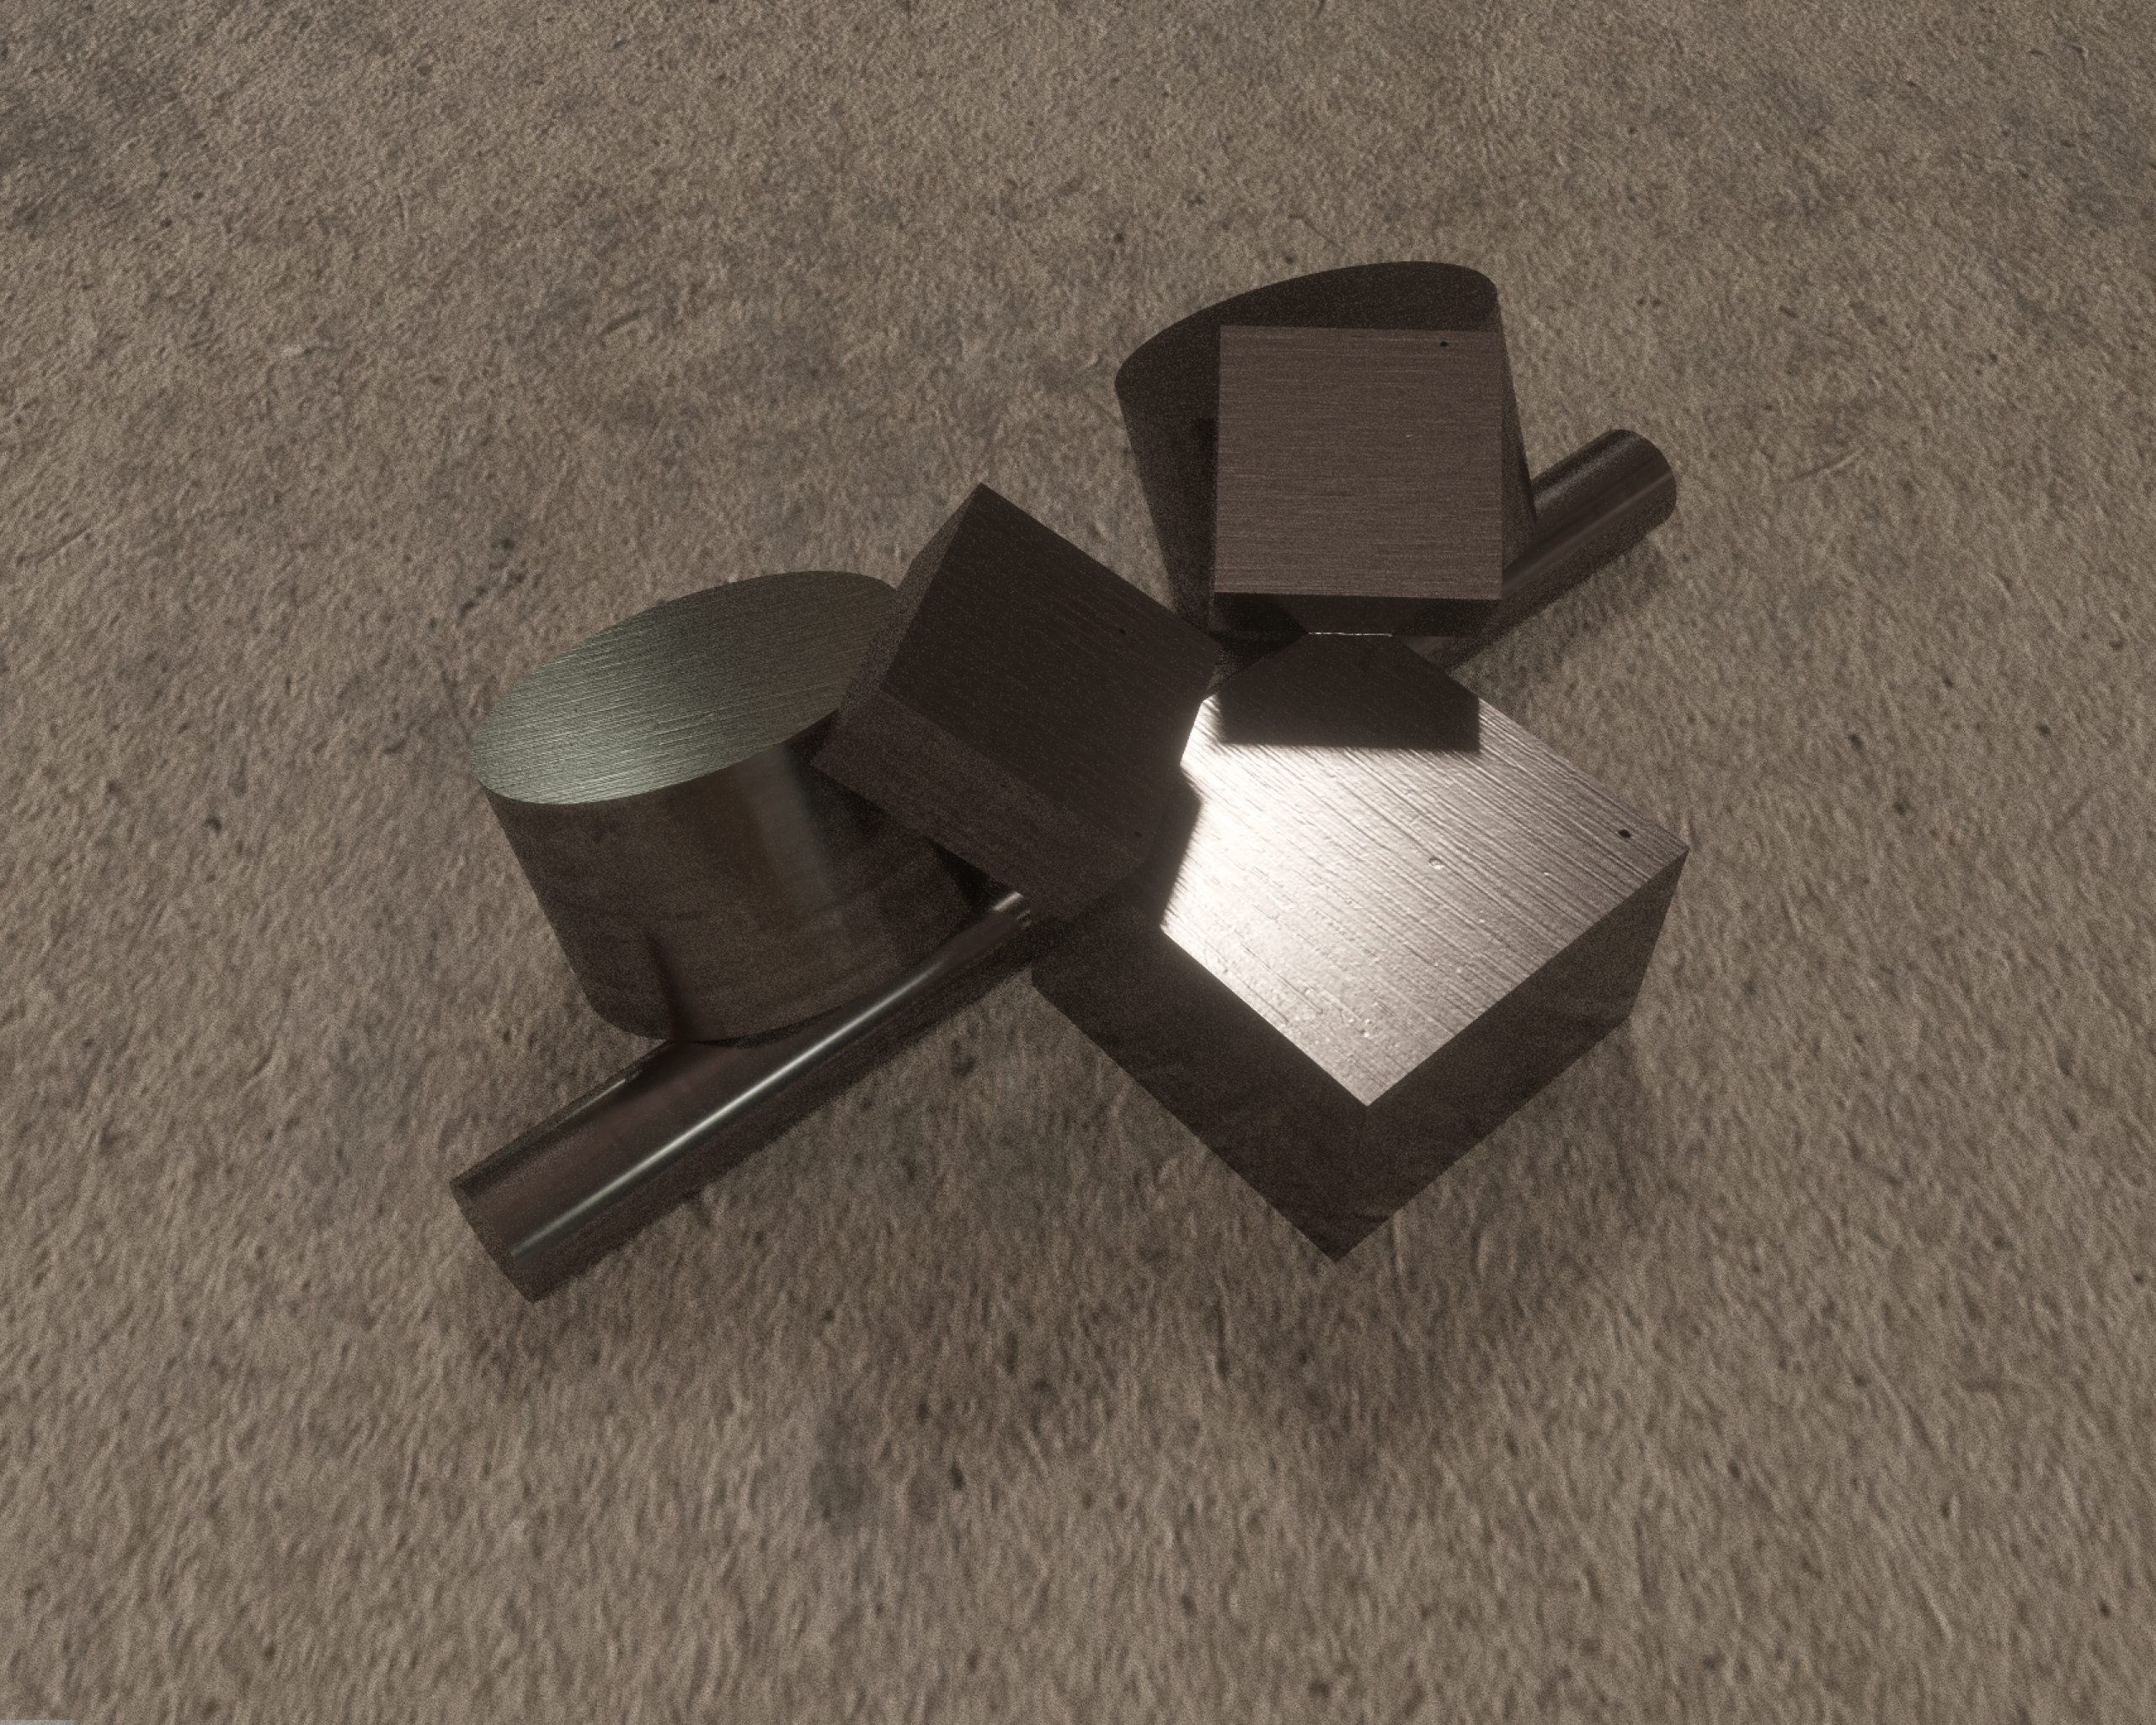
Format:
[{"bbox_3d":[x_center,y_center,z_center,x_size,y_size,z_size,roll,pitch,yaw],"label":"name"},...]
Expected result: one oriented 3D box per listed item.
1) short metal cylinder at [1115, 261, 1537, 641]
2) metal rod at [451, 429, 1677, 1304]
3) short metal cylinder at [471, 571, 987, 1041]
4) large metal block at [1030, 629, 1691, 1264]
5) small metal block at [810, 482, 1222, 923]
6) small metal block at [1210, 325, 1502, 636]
[{"bbox_3d":[0.053,-0.089,0.445,0.080,0.050,0.080,-13,31,8],"label":"short metal cylinder"},{"bbox_3d":[0.015,-0.012,0.415,0.302,0.025,0.025,-34,58,-26],"label":"metal rod"},{"bbox_3d":[-0.061,-0.012,0.380,0.080,0.050,0.080,-13,31,8],"label":"short metal cylinder"},{"bbox_3d":[0.048,0.010,0.378,0.080,0.050,0.080,-34,58,-26],"label":"large metal block"},{"bbox_3d":[-0.009,-0.027,0.346,0.050,0.025,0.050,33,50,-15],"label":"small metal block"},{"bbox_3d":[0.050,-0.069,0.382,0.050,0.025,0.050,2,81,1],"label":"small metal block"}]
